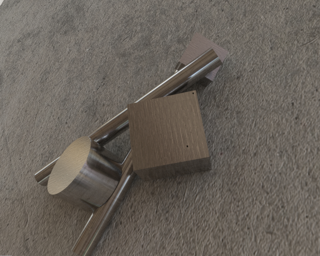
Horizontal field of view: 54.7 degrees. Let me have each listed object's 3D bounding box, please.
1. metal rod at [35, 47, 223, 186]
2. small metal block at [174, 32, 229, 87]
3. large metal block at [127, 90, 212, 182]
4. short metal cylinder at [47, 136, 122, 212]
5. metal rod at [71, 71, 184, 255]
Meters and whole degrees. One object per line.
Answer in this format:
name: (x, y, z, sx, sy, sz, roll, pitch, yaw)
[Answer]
metal rod: (-0.051, -0.008, 0.414, 0.300, 0.025, 0.025, -34, 51, 14)
small metal block: (0.055, -0.091, 0.416, 0.050, 0.025, 0.050, 30, 74, -3)
large metal block: (0.011, 0.011, 0.358, 0.080, 0.050, 0.080, -11, 65, 7)
short metal cylinder: (-0.094, 0.057, 0.387, 0.080, 0.050, 0.080, -33, 35, 27)
metal rod: (-0.022, 0.022, 0.403, 0.025, 0.025, 0.300, 19, 71, 35)
